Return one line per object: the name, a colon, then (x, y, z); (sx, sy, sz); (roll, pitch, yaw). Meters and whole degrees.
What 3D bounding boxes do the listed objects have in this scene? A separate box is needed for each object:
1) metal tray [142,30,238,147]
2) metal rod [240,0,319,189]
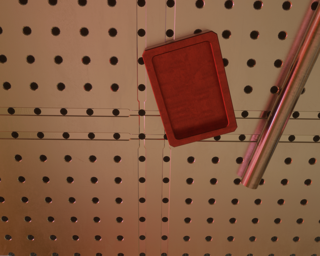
metal tray: (0.039, -0.048, 0.393); (0.090, 0.030, 0.129); (-15, 110, 5)
metal rod: (0.170, -0.053, 0.396); (0.025, 0.025, 0.298); (15, 109, -6)
